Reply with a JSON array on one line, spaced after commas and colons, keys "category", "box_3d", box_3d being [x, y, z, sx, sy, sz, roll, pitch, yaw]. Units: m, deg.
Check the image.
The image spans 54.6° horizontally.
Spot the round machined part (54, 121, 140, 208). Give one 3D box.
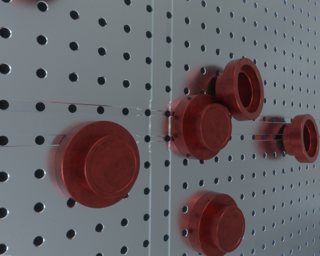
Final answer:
[{"category": "round machined part", "box_3d": [-0.061, 0.041, 0.346, 0.099, 0.042, 0.097, 0, 90, -40]}]

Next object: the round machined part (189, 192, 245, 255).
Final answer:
[{"category": "round machined part", "box_3d": [0.094, 0.150, 0.475, 0.099, 0.042, 0.097, 0, 90, -40]}]

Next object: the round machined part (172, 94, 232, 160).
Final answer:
[{"category": "round machined part", "box_3d": [0.068, -0.001, 0.454, 0.099, 0.042, 0.097, 0, 90, -40]}]

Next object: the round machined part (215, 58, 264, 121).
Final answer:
[{"category": "round machined part", "box_3d": [0.124, -0.059, 0.495, 0.099, 0.042, 0.098, 7, 81, -46]}]

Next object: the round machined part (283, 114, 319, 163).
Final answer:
[{"category": "round machined part", "box_3d": [0.284, 0.022, 0.630, 0.099, 0.042, 0.098, 6, 81, -44]}]
